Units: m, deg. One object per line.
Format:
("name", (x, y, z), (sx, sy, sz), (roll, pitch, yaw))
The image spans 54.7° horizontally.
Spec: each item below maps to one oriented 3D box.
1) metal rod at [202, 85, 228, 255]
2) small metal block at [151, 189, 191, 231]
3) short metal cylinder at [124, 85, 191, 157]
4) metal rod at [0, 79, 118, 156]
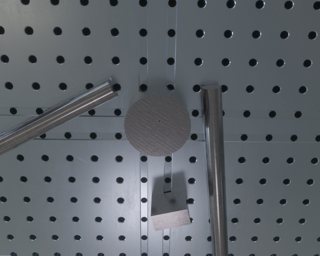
("metal rod", (0.082, 0.086, 0.445), (0.025, 0.025, 0.298), (-6, 110, 2))
("small metal block", (0.015, 0.116, 0.443), (0.050, 0.050, 0.025), (-12, 110, 4))
("short metal cylinder", (-0.003, -0.010, 0.396), (0.081, 0.050, 0.079), (0, 110, 0))
("metal rod", (-0.194, 0.013, 0.416), (0.301, 0.025, 0.025), (-26, 108, 9))
